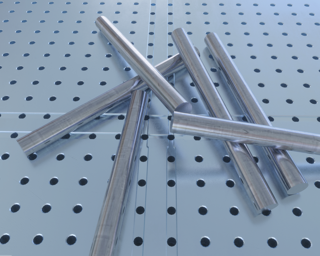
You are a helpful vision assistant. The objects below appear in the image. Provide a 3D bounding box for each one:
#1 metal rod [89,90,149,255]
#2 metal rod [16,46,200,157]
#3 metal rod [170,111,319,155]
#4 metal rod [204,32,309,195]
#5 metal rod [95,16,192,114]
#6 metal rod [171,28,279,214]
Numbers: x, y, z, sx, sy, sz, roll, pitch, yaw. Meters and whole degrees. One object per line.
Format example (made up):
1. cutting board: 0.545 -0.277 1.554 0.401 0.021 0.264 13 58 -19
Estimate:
1. metal rod: -0.047 0.068 0.350 0.025 0.025 0.300 6 50 5
2. metal rod: -0.057 -0.049 0.448 0.302 0.025 0.025 -33 58 -25
3. metal rod: 0.162 0.016 0.364 0.302 0.025 0.025 9 50 -5
4. metal rod: 0.122 -0.043 0.444 0.025 0.025 0.300 -10 51 -8
5. metal rod: -0.040 -0.107 0.469 0.025 0.025 0.300 -21 45 -17
6. metal rod: 0.073 -0.031 0.415 0.025 0.025 0.299 -13 57 -11
